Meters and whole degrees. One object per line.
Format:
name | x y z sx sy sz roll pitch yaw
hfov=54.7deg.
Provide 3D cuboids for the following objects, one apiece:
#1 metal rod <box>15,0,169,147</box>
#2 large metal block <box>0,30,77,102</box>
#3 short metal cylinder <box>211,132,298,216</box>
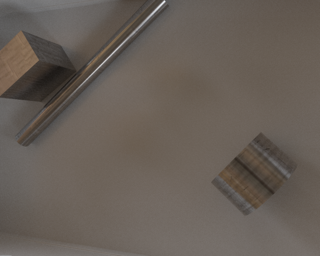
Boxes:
metal rod | -0.106 -0.076 0.446 0.299 0.025 0.025 -41 78 15
large metal block | -0.184 -0.084 0.444 0.080 0.080 0.050 -36 79 16
short metal cylinder | 0.103 0.050 0.345 0.050 0.080 0.080 45 104 14
